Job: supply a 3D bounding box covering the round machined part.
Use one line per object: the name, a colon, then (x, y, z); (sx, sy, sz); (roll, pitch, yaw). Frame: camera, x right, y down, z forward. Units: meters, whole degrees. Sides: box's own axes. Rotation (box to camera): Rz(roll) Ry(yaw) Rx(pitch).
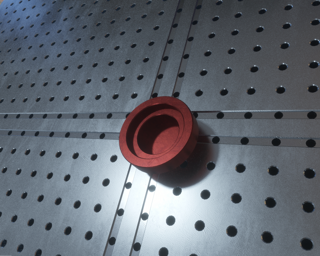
round machined part: (0.002, 0.012, 0.388); (0.098, 0.042, 0.098); (-13, 56, 20)
